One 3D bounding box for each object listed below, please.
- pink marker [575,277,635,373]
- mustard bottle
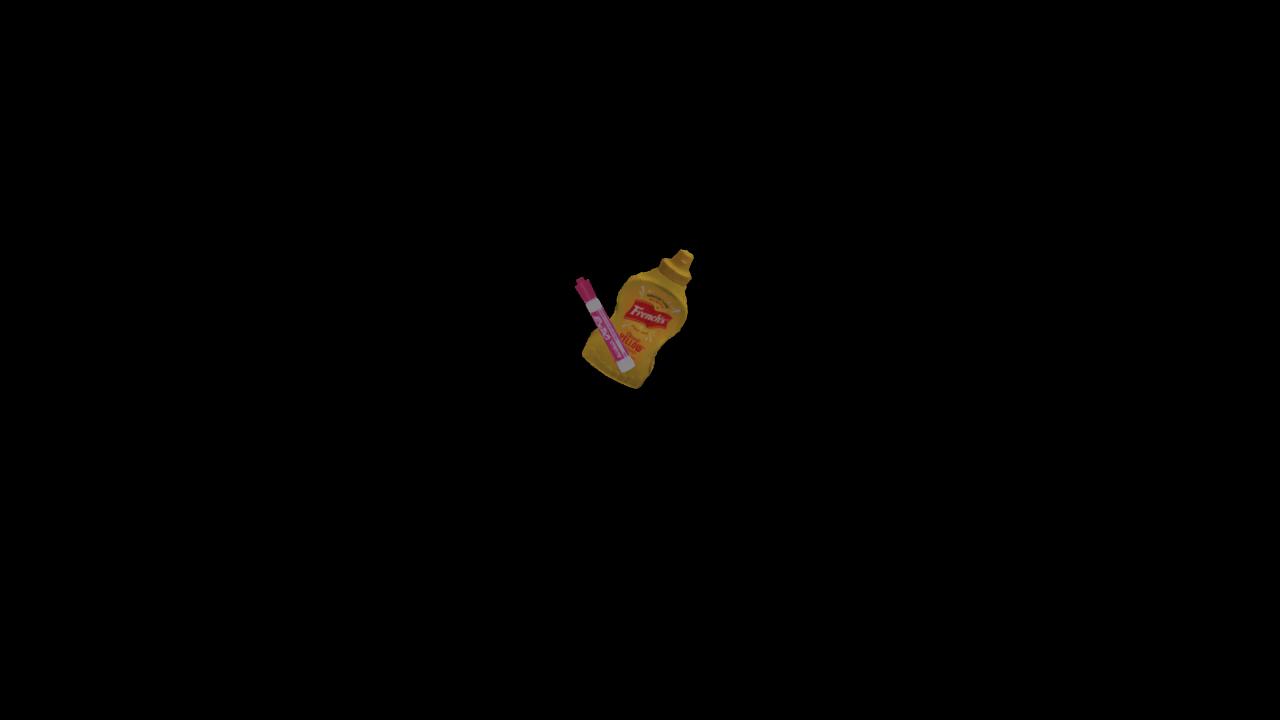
[{"bbox_3d":[-0.042,-0.042,0.717,0.020,0.121,0.020,-28,8,5],"label":"pink marker"},{"bbox_3d":[0.009,-0.058,0.764,0.092,0.184,0.054,34,20,-2],"label":"mustard bottle"}]
